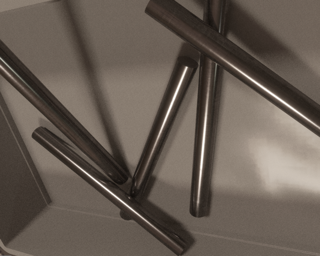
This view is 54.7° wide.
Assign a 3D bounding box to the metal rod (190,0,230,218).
[{"bbox_3d":[0.056,-0.005,0.375,0.025,0.025,0.298,13,124,20],"label":"metal rod"}]

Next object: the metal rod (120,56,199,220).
[{"bbox_3d":[-0.012,0.036,0.436,0.025,0.025,0.298,29,128,9],"label":"metal rod"}]

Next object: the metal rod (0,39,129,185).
[{"bbox_3d":[-0.121,-0.011,0.387,0.025,0.025,0.300,-2,142,29],"label":"metal rod"}]

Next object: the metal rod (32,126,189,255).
[{"bbox_3d":[-0.085,0.091,0.481,0.300,0.025,0.025,35,129,15],"label":"metal rod"}]

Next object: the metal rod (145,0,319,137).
[{"bbox_3d":[0.116,-0.035,0.303,0.301,0.025,0.025,34,129,-4],"label":"metal rod"}]
